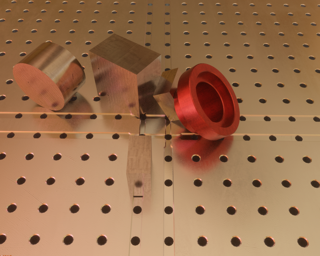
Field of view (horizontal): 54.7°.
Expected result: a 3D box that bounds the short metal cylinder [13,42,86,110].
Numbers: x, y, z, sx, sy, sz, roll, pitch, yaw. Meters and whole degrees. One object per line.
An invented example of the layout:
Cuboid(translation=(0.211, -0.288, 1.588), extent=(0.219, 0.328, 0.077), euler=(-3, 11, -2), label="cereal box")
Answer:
Cuboid(translation=(-0.152, -0.071, 0.429), extent=(0.080, 0.080, 0.050), euler=(20, 53, 15), label="short metal cylinder")

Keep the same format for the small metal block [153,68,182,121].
Cuboid(translation=(0.020, -0.046, 0.426), extent=(0.025, 0.050, 0.050), euler=(-9, 44, 31), label="small metal block")

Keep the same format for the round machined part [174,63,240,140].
Cuboid(translation=(0.057, -0.030, 0.401), extent=(0.099, 0.042, 0.098), euler=(21, 58, -37), label="round machined part")

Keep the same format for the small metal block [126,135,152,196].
Cuboid(translation=(-0.022, 0.043, 0.355), extent=(0.025, 0.050, 0.050), euler=(0, 50, 0), label="small metal block")

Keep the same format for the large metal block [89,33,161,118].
Cuboid(translation=(-0.046, -0.072, 0.432), extent=(0.080, 0.080, 0.050), euler=(29, 56, 22), label="large metal block")
